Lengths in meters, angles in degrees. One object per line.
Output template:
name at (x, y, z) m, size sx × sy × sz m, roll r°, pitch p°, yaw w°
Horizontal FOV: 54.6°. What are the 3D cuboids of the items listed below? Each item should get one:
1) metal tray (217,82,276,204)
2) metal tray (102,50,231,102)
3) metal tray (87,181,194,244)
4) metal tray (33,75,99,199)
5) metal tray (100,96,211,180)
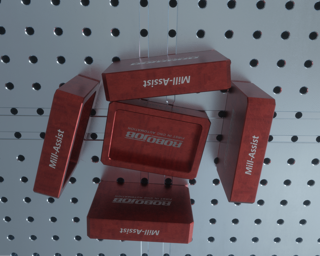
metal tray at (0.101, 0.015, 0.385) m, size 0.030 × 0.090 × 0.129 m, roll 4°, pitch 110°, yaw -2°
metal tray at (0.007, -0.062, 0.355) m, size 0.131 × 0.090 × 0.030 m, roll -6°, pitch 110°, yaw 2°
metal tray at (-0.024, 0.111, 0.419) m, size 0.131 × 0.090 × 0.030 m, roll 4°, pitch 110°, yaw -1°
metal tray at (-0.113, 0.008, 0.381) m, size 0.030 × 0.090 × 0.129 m, roll 17°, pitch 109°, yaw -6°
metal tray at (-0.007, 0.014, 0.415) m, size 0.131 × 0.030 × 0.089 m, roll 10°, pitch 110°, yaw -4°
